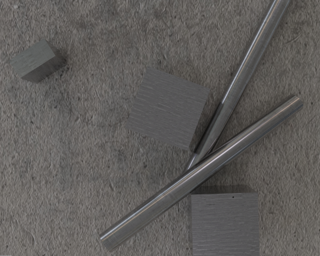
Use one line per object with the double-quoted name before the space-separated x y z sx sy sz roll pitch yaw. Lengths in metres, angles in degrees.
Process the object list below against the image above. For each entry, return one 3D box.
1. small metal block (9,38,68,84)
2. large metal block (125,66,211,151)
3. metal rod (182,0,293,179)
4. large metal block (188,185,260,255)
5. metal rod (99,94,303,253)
"small metal block" -0.153 -0.084 0.396 0.050 0.050 0.025 -33 90 0
"large metal block" 0.009 -0.024 0.398 0.080 0.050 0.080 20 90 0
"metal rod" 0.108 -0.066 0.410 0.025 0.025 0.299 27 90 0
"large metal block" 0.079 0.119 0.398 0.081 0.050 0.080 -2 90 0
"metal rod" 0.059 0.050 0.386 0.301 0.025 0.025 -35 90 -10
